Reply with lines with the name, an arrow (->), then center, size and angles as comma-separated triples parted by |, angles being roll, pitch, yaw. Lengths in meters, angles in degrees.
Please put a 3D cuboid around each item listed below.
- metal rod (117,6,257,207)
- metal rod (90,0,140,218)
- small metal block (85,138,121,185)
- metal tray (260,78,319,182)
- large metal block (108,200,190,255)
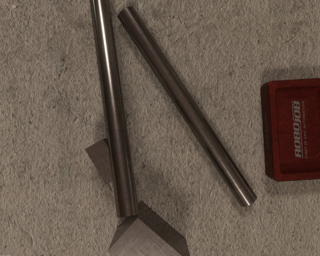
metal rod -> 0.036, -0.028, 0.410 | 0.025, 0.025, 0.299 | -33, 90, 0
metal rod -> -0.059, -0.046, 0.379 | 0.025, 0.025, 0.299 | -9, 78, 0
small metal block -> -0.067, 0.040, 0.397 | 0.025, 0.050, 0.050 | -30, 90, 0
metal tray -> 0.186, 0.002, 0.409 | 0.091, 0.030, 0.129 | -4, 90, -1
large metal block -> -0.011, 0.144, 0.382 | 0.080, 0.080, 0.050 | 41, 90, -1
